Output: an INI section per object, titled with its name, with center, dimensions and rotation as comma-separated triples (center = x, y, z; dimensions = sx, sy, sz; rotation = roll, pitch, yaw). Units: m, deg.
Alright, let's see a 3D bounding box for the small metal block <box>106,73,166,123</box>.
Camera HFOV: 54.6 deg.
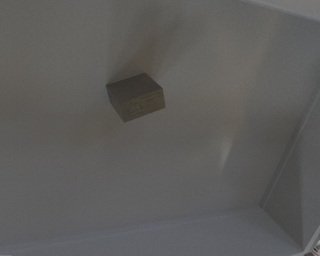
[small metal block]
center = -0.028, -0.036, 0.354
dimensions = 0.050, 0.050, 0.025
rotation = -21, 126, -16
